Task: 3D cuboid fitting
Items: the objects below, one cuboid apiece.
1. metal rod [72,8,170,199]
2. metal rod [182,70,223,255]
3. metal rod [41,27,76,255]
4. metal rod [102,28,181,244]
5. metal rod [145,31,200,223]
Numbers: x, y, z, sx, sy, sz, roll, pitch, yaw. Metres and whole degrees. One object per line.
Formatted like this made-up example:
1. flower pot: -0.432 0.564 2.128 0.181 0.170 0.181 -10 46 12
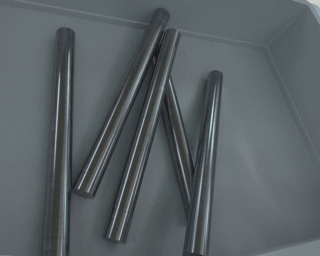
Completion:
1. metal rod: -0.038 -0.053 0.399 0.025 0.025 0.300 26 58 -12
2. metal rod: 0.062 0.021 0.402 0.025 0.025 0.300 27 45 -12
3. metal rod: -0.109 0.006 0.343 0.025 0.025 0.299 7 59 -25
4. metal rod: -0.014 -0.013 0.386 0.025 0.025 0.300 23 59 -15
5. metal rod: 0.016 -0.021 0.426 0.025 0.025 0.299 2 61 -27
